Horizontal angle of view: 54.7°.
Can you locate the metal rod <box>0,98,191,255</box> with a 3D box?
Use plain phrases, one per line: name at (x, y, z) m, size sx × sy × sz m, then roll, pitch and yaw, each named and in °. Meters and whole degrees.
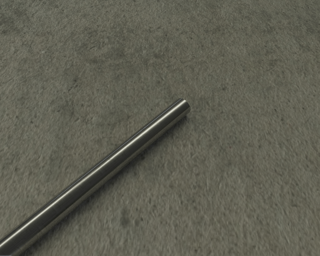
metal rod at (-0.070, 0.053, 0.357) m, size 0.025 × 0.025 × 0.302 m, roll 35°, pitch 58°, yaw 25°
